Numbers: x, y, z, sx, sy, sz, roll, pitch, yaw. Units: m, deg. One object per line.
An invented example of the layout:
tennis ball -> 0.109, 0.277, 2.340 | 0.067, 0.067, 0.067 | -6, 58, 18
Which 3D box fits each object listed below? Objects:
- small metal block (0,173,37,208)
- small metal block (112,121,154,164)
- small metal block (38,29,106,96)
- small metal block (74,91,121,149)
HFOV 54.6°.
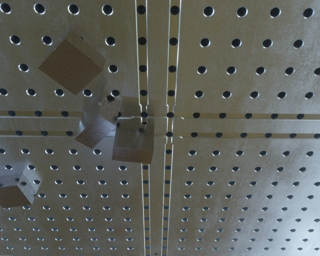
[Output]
small metal block -> -0.235, 0.100, 0.495 | 0.050, 0.025, 0.050 | -8, 130, 7
small metal block -> -0.035, 0.019, 0.410 | 0.050, 0.050, 0.025 | 7, 130, -6
small metal block -> -0.098, -0.073, 0.349 | 0.050, 0.025, 0.050 | -36, 122, 26
small metal block -> -0.077, -0.010, 0.386 | 0.025, 0.050, 0.050 | 35, 122, -26
